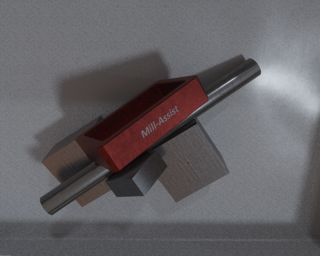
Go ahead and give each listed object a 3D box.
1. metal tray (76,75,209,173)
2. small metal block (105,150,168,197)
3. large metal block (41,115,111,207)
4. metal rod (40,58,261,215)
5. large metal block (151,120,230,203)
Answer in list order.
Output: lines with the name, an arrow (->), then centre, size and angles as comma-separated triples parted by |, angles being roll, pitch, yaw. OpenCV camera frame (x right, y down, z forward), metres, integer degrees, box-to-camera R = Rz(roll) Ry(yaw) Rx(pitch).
metal tray -> -0.021, -0.010, 0.343 | 0.131, 0.090, 0.030 | -38, 110, -21
small metal block -> -0.028, 0.054, 0.364 | 0.050, 0.050, 0.025 | -14, 114, 44
large metal block -> -0.091, 0.043, 0.409 | 0.080, 0.050, 0.080 | -32, 107, 10
metal rod -> -0.007, 0.007, 0.373 | 0.301, 0.025, 0.025 | -34, 108, -5
large metal block -> 0.033, 0.038, 0.411 | 0.080, 0.050, 0.080 | -32, 107, 10
